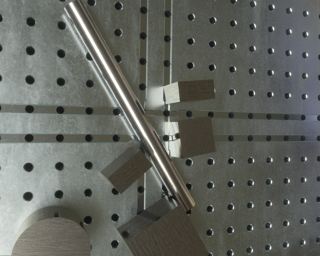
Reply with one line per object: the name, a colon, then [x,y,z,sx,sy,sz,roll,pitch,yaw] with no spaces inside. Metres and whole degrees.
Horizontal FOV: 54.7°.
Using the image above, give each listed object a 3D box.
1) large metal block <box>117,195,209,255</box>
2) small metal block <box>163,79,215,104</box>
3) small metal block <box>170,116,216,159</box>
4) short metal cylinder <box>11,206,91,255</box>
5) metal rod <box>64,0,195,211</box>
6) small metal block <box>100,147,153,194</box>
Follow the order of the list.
large metal block: [0.003,0.148,0.402,0.080,0.050,0.080,-31,101,-18]
small metal block: [0.038,-0.048,0.415,0.050,0.050,0.025,-7,93,-20]
small metal block: [0.046,0.012,0.431,0.050,0.025,0.050,-10,94,-20]
short metal cylinder: [-0.124,0.135,0.354,0.081,0.050,0.079,0,90,-20]
metal rod: [-0.033,-0.020,0.401,0.025,0.025,0.299,-32,101,-17]
small metal block: [-0.043,0.051,0.384,0.050,0.050,0.025,-41,103,-16]
